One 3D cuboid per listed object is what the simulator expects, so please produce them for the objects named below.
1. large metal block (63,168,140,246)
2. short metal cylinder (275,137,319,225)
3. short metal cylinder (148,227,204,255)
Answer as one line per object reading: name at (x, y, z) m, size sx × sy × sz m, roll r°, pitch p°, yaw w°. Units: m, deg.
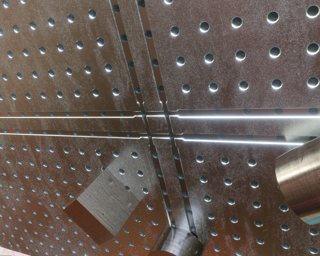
large metal block at (-0.093, 0.126, 0.503) m, size 0.080 × 0.080 × 0.050 m, roll 46°, pitch 129°, yaw -4°
short metal cylinder at (0.166, 0.054, 0.321) m, size 0.080 × 0.080 × 0.050 m, roll 49°, pitch 129°, yaw -6°
short metal cylinder at (0.026, 0.212, 0.513) m, size 0.080 × 0.050 × 0.079 m, roll 13°, pitch 124°, yaw 21°
